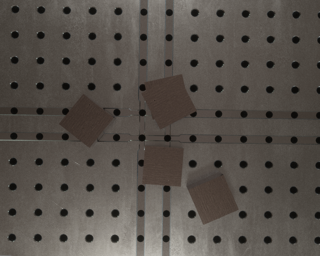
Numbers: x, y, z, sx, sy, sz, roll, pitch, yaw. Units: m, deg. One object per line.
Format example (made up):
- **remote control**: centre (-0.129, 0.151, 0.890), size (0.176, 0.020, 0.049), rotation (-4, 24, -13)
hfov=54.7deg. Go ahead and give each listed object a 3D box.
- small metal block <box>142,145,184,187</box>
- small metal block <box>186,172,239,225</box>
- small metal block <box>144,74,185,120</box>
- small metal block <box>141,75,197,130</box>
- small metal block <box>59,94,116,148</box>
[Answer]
- **small metal block**: centre (0.004, 0.049, 0.414), size (0.050, 0.025, 0.050), rotation (4, 90, -1)
- **small metal block**: centre (0.069, 0.093, 0.414), size (0.050, 0.025, 0.050), rotation (-23, 90, -1)
- **small metal block**: centre (0.010, -0.040, 0.414), size (0.050, 0.025, 0.050), rotation (-13, 90, -1)
- **small metal block**: centre (0.011, -0.032, 0.389), size (0.050, 0.025, 0.050), rotation (-27, 91, -1)
- **small metal block**: centre (-0.095, -0.009, 0.412), size (0.050, 0.025, 0.050), rotation (39, 90, -1)
